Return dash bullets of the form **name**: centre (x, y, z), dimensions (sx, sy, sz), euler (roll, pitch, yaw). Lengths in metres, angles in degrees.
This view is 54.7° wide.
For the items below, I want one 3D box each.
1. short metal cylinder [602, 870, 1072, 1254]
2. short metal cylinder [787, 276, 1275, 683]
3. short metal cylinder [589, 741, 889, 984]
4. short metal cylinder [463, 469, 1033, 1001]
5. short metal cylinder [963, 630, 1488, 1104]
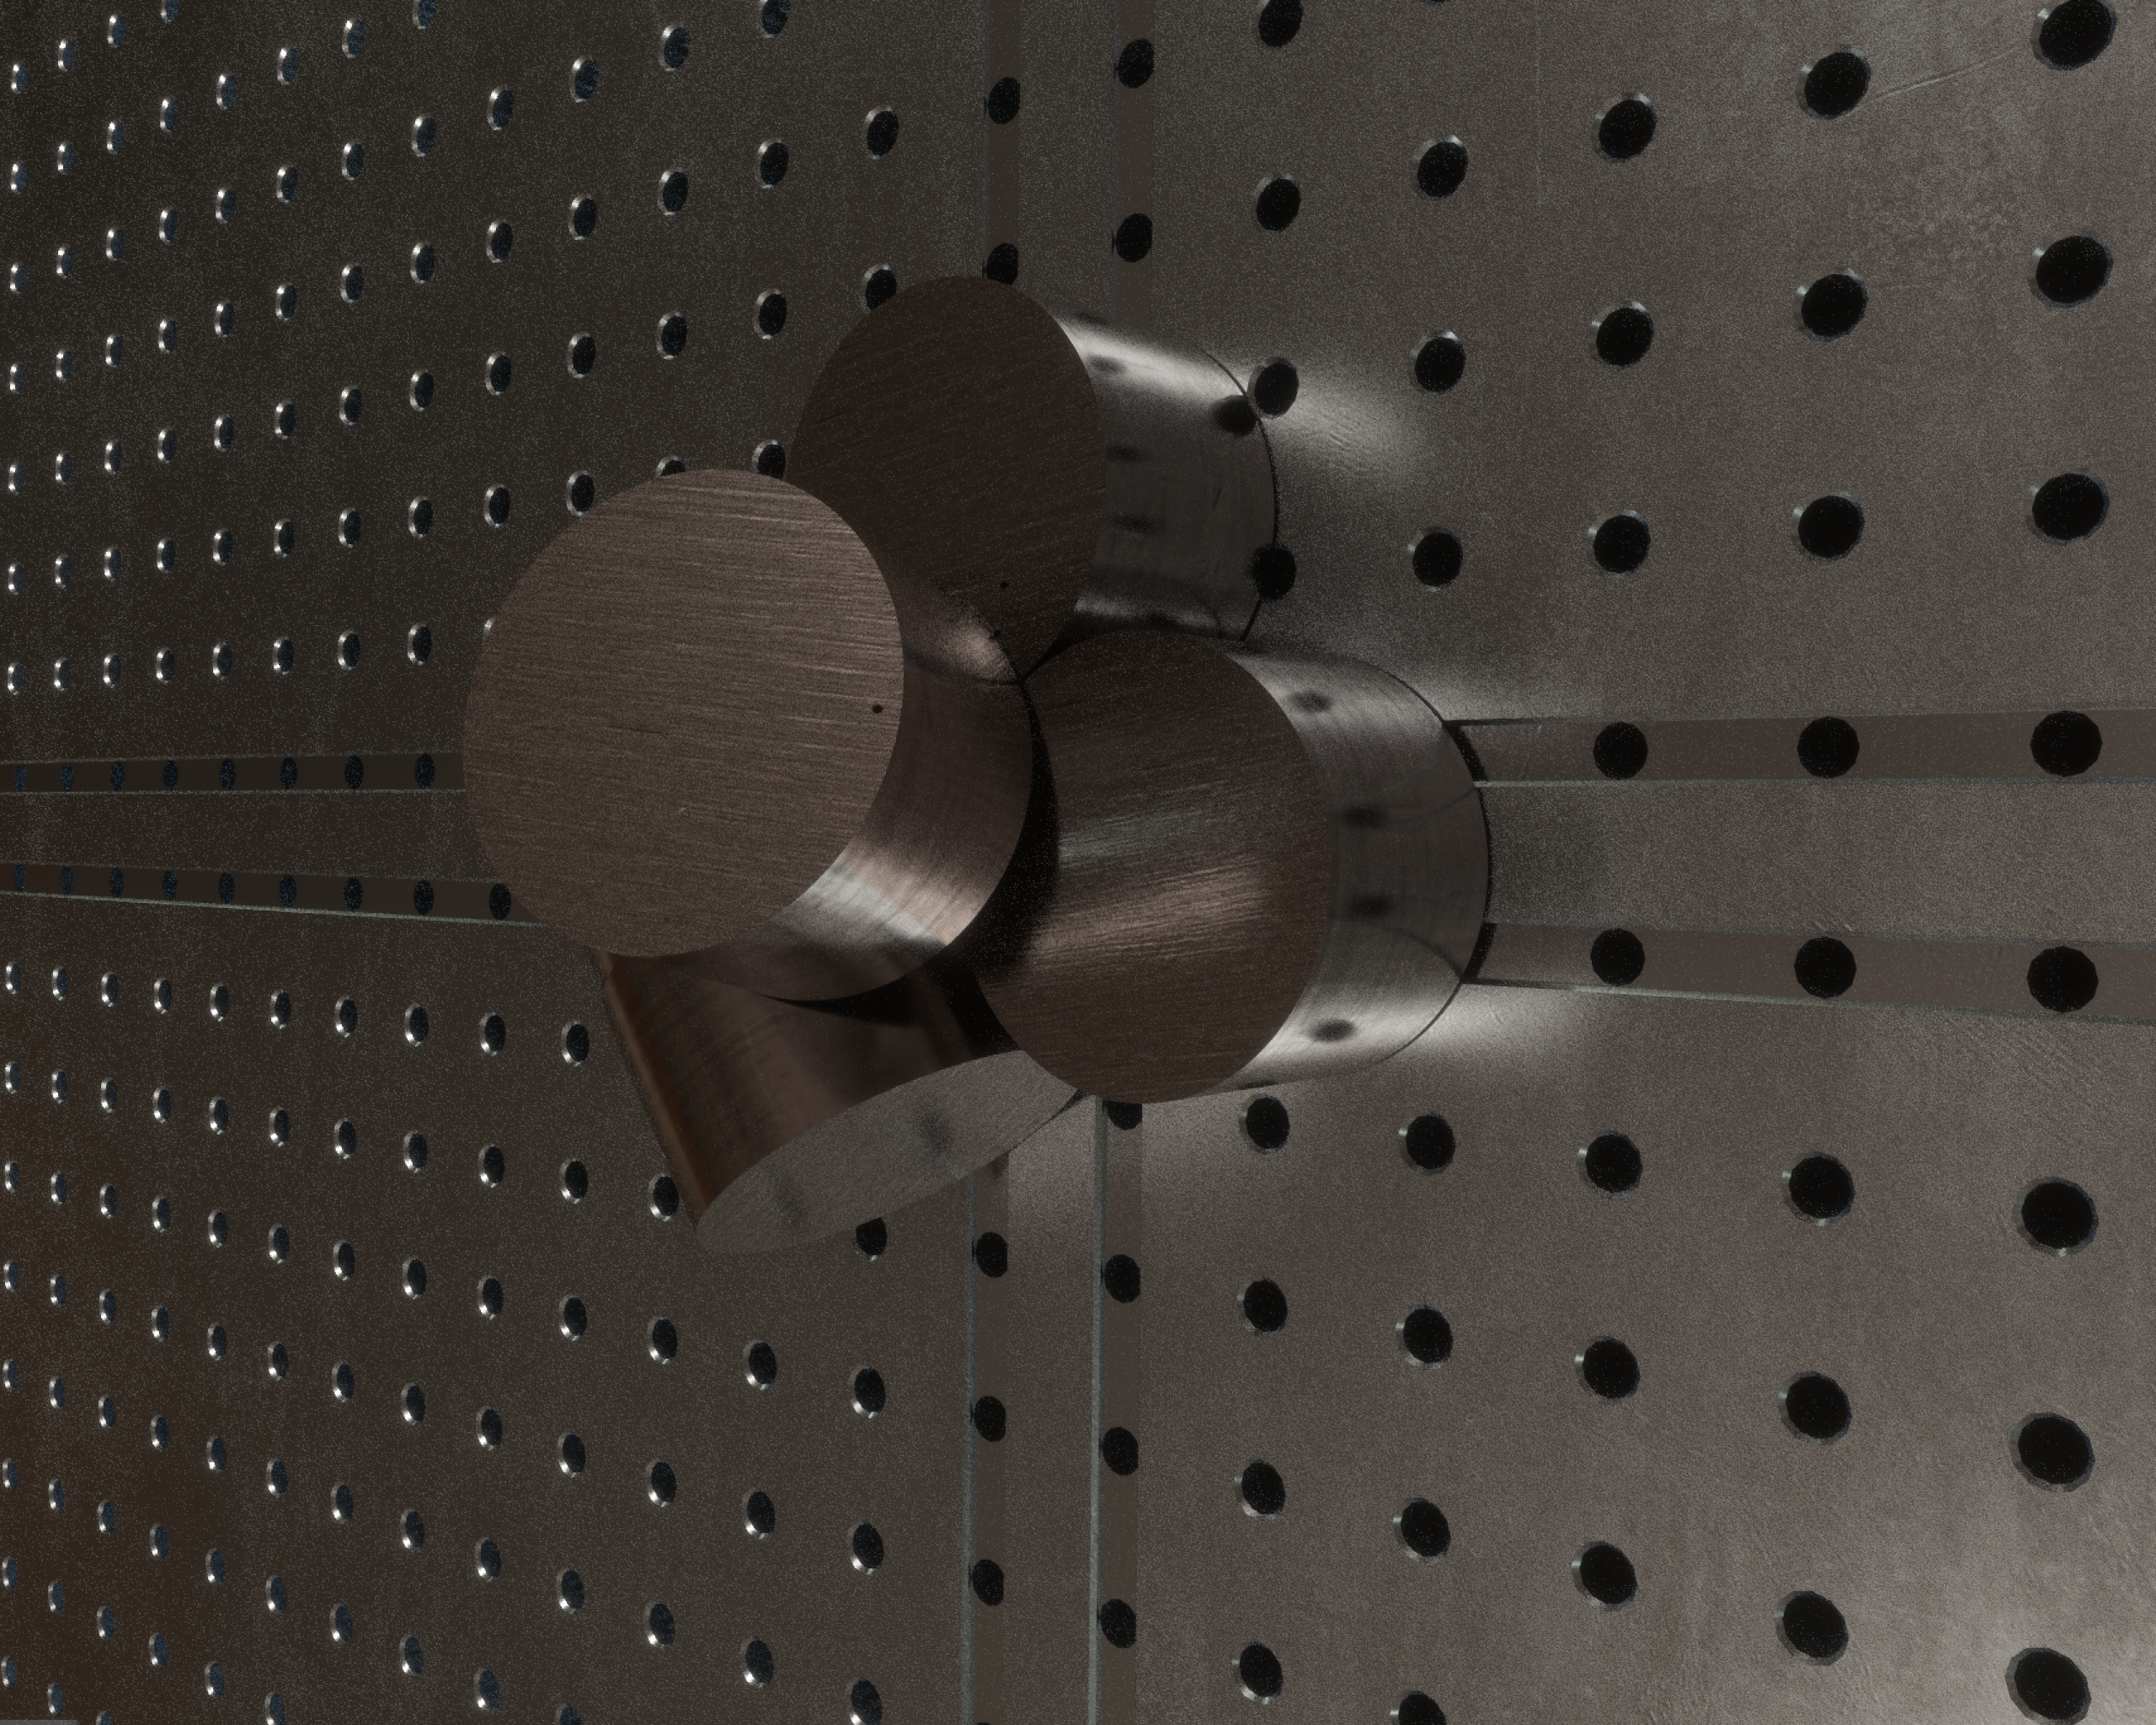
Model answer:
- **short metal cylinder**: centre (-0.046, 0.035, 0.409), dimensions (0.080, 0.081, 0.050), euler (-41, 66, 32)
- **short metal cylinder**: centre (-0.010, -0.066, 0.398), dimensions (0.080, 0.050, 0.079), euler (0, 90, 39)
- **short metal cylinder**: centre (-0.066, -0.007, 0.426), dimensions (0.080, 0.081, 0.050), euler (-41, 65, 32)
- **short metal cylinder**: centre (-0.055, -0.020, 0.352), dimensions (0.080, 0.050, 0.080), euler (-5, 77, 21)
- **short metal cylinder**: centre (0.025, 0.001, 0.370), dimensions (0.080, 0.050, 0.079), euler (0, 90, 39)
